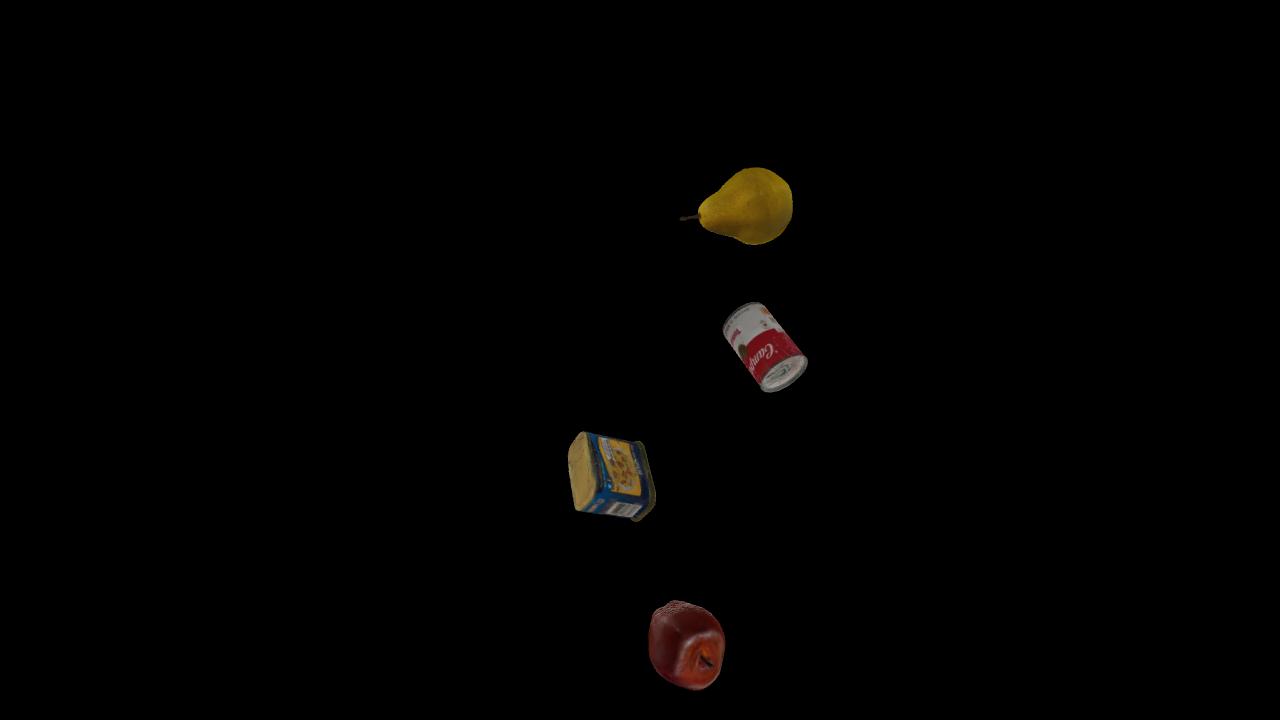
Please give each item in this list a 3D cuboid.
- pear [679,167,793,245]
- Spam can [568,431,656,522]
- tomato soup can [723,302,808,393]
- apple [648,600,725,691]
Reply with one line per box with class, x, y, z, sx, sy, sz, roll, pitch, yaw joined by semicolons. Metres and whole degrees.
pear;0.097;-0.151;0.618;0.111;0.080;0.080;-20;8;-23
Spam can;-0.037;0.142;0.755;0.085;0.101;0.058;17;-52;-31
tomato soup can;0.158;-0.018;0.786;0.068;0.101;0.068;-20;-35;-15
apple;0.046;0.289;0.625;0.079;0.079;0.093;0;4;-25
